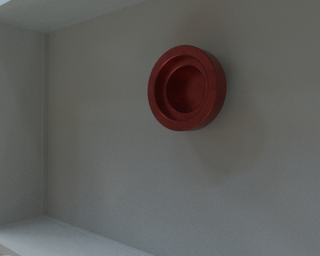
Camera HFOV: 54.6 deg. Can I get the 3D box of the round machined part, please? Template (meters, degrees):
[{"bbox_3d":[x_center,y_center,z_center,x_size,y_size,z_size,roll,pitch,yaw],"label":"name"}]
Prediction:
[{"bbox_3d":[0.035,-0.045,0.368,0.098,0.042,0.097,0,90,40],"label":"round machined part"}]
